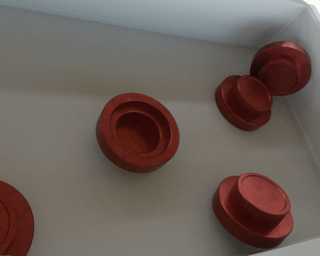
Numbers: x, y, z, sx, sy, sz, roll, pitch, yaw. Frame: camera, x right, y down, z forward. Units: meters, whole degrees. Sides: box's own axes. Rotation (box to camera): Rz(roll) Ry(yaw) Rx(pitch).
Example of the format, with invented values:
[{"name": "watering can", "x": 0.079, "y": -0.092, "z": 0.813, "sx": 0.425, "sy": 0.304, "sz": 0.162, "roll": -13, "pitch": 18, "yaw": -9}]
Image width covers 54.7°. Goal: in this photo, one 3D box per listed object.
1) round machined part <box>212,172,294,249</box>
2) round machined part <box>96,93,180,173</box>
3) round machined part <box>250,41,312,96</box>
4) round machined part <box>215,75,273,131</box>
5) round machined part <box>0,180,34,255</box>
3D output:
[{"name": "round machined part", "x": 0.118, "y": 0.093, "z": 0.381, "sx": 0.099, "sy": 0.042, "sz": 0.098, "roll": 15, "pitch": 33, "yaw": -9}, {"name": "round machined part", "x": -0.029, "y": 0.009, "z": 0.375, "sx": 0.099, "sy": 0.042, "sz": 0.098, "roll": 14, "pitch": 56, "yaw": -21}, {"name": "round machined part", "x": 0.203, "y": -0.093, "z": 0.526, "sx": 0.098, "sy": 0.097, "sz": 0.042, "roll": 33, "pitch": 46, "yaw": -7}, {"name": "round machined part", "x": 0.142, "y": -0.047, "z": 0.503, "sx": 0.099, "sy": 0.042, "sz": 0.098, "roll": 14, "pitch": 56, "yaw": -21}, {"name": "round machined part", "x": -0.158, "y": 0.086, "z": 0.258, "sx": 0.099, "sy": 0.042, "sz": 0.098, "roll": 14, "pitch": 56, "yaw": -21}]
